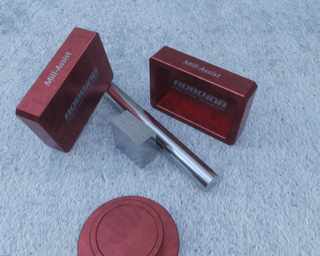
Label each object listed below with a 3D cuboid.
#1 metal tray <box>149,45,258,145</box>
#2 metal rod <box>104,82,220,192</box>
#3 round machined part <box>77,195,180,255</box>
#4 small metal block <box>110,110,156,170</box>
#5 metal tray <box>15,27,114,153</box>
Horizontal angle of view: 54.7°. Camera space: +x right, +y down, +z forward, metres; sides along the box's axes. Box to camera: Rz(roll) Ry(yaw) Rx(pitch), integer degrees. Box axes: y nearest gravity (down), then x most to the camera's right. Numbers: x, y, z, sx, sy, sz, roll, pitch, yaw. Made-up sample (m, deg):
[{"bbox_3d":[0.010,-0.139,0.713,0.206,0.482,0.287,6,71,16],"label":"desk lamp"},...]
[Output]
[{"bbox_3d":[0.048,-0.041,0.395,0.130,0.089,0.030,27,55,21],"label":"metal tray"},{"bbox_3d":[-0.038,-0.024,0.422,0.025,0.025,0.300,-33,58,-25],"label":"metal rod"},{"bbox_3d":[-0.030,0.109,0.300,0.099,0.042,0.098,0,50,0],"label":"round machined part"},{"bbox_3d":[-0.031,0.014,0.374,0.025,0.050,0.050,-37,60,-27],"label":"small metal block"},{"bbox_3d":[-0.108,-0.045,0.379,0.030,0.090,0.130,19,66,15],"label":"metal tray"}]
